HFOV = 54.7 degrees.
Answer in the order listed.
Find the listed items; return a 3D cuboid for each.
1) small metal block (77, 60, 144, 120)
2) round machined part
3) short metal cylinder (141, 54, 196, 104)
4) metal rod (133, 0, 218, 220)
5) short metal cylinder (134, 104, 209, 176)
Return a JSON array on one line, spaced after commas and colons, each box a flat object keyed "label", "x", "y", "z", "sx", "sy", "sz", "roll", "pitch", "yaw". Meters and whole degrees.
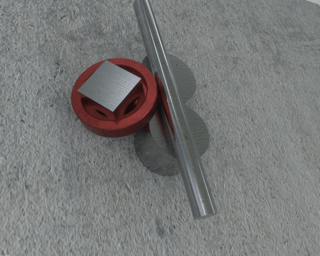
[{"label": "small metal block", "x": -0.055, "y": -0.042, "z": 0.349, "sx": 0.050, "sy": 0.025, "sz": 0.050, "roll": 30, "pitch": 69, "yaw": 18}, {"label": "round machined part", "x": -0.051, "y": -0.032, "z": 0.370, "sx": 0.099, "sy": 0.042, "sz": 0.098, "roll": -2, "pitch": 63, "yaw": 3}, {"label": "short metal cylinder", "x": 0.002, "y": -0.057, "z": 0.425, "sx": 0.081, "sy": 0.050, "sz": 0.080, "roll": 14, "pitch": 56, "yaw": -21}, {"label": "metal rod", "x": 0.010, "y": -0.042, "z": 0.373, "sx": 0.025, "sy": 0.025, "sz": 0.299, "roll": -1, "pitch": 62, "yaw": -29}, {"label": "short metal cylinder", "x": 0.014, "y": 0.014, "z": 0.388, "sx": 0.081, "sy": 0.050, "sz": 0.080, "roll": 14, "pitch": 55, "yaw": -20}]
